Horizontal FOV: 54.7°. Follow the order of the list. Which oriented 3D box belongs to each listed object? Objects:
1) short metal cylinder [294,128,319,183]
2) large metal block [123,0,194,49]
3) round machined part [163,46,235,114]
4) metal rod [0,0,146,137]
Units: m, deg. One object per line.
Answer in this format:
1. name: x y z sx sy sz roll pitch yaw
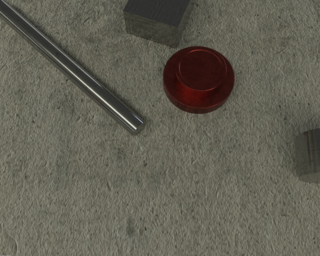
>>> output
1. short metal cylinder: 0.206 0.035 0.368 0.080 0.080 0.050 2 70 1
2. large metal block: 0.001 -0.175 0.459 0.080 0.050 0.080 20 71 7
3. round machined part: 0.054 -0.072 0.426 0.099 0.042 0.098 0 70 0
4. metal rod: -0.138 -0.093 0.441 0.300 0.025 0.025 41 75 13
